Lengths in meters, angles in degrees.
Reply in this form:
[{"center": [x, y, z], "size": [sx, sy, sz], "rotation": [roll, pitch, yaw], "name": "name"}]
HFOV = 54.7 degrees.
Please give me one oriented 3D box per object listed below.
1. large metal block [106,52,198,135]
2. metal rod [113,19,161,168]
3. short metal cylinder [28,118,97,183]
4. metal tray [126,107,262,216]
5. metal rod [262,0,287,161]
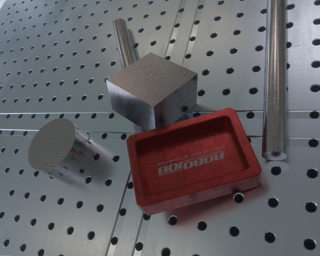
[{"center": [-0.009, -0.046, 0.400], "size": [0.080, 0.050, 0.080], "rotation": [31, 55, 30], "name": "large metal block"}, {"center": [-0.041, -0.071, 0.473], "size": [0.025, 0.025, 0.299], "rotation": [-25, 53, 13], "name": "metal rod"}, {"center": [-0.139, 0.033, 0.445], "size": [0.080, 0.050, 0.080], "rotation": [-13, 56, 21], "name": "short metal cylinder"}, {"center": [0.034, 0.035, 0.346], "size": [0.131, 0.030, 0.090], "rotation": [-16, 54, 3], "name": "metal tray"}, {"center": [0.147, -0.102, 0.393], "size": [0.025, 0.025, 0.300], "rotation": [-3, 60, 27], "name": "metal rod"}]
